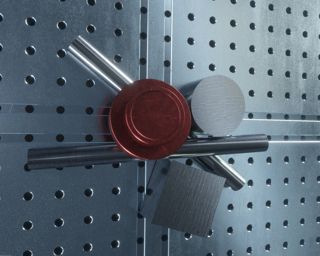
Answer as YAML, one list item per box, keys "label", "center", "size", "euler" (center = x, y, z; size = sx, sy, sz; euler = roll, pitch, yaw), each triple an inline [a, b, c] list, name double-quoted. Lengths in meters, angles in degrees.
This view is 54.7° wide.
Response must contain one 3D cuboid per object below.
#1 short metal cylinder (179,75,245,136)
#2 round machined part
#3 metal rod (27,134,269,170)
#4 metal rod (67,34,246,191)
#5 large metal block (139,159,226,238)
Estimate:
- label: "short metal cylinder"
  center: [0.068, -0.029, 0.425]
  size: [0.081, 0.050, 0.079]
  euler: [0, 90, -21]
- label: "round machined part"
  center: [-0.009, -0.011, 0.365]
  size: [0.099, 0.042, 0.097]
  euler: [2, 81, -14]
- label: "metal rod"
  center: [-0.004, 0.028, 0.392]
  size: [0.302, 0.025, 0.025]
  euler: [-3, 91, -13]
- label: "metal rod"
  center: [0.006, -0.011, 0.416]
  size: [0.300, 0.025, 0.025]
  euler: [40, 77, -16]
- label: "large metal block"
  center: [0.029, 0.089, 0.409]
  size: [0.080, 0.050, 0.080]
  euler: [21, 83, -19]
